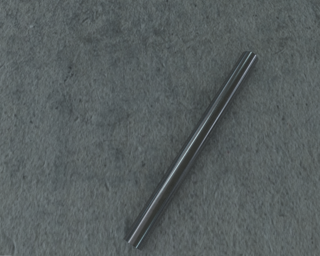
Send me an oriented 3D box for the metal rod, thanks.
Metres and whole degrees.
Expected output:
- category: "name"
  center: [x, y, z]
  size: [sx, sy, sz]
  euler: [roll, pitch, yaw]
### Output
- category: "metal rod"
  center: [0.049, 0.016, 0.402]
  size: [0.025, 0.025, 0.300]
  euler: [31, 73, 10]
